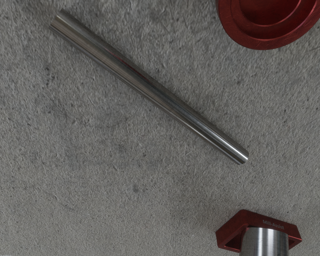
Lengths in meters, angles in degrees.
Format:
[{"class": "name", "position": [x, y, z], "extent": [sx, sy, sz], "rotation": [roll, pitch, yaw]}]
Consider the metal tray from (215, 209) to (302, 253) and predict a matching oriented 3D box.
[{"class": "metal tray", "position": [0.183, 0.203, 0.579], "extent": [0.131, 0.030, 0.089], "rotation": [20, 127, -17]}]

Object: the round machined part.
[{"class": "round machined part", "position": [0.101, -0.127, 0.290], "extent": [0.099, 0.042, 0.097], "rotation": [-1, 130, 0]}]

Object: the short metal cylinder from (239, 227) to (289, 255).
[{"class": "short metal cylinder", "position": [0.179, 0.207, 0.535], "extent": [0.080, 0.050, 0.080], "rotation": [9, 152, 5]}]

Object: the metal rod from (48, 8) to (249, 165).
[{"class": "metal rod", "position": [0.006, -0.034, 0.378], "extent": [0.301, 0.025, 0.025], "rotation": [34, 122, -26]}]
